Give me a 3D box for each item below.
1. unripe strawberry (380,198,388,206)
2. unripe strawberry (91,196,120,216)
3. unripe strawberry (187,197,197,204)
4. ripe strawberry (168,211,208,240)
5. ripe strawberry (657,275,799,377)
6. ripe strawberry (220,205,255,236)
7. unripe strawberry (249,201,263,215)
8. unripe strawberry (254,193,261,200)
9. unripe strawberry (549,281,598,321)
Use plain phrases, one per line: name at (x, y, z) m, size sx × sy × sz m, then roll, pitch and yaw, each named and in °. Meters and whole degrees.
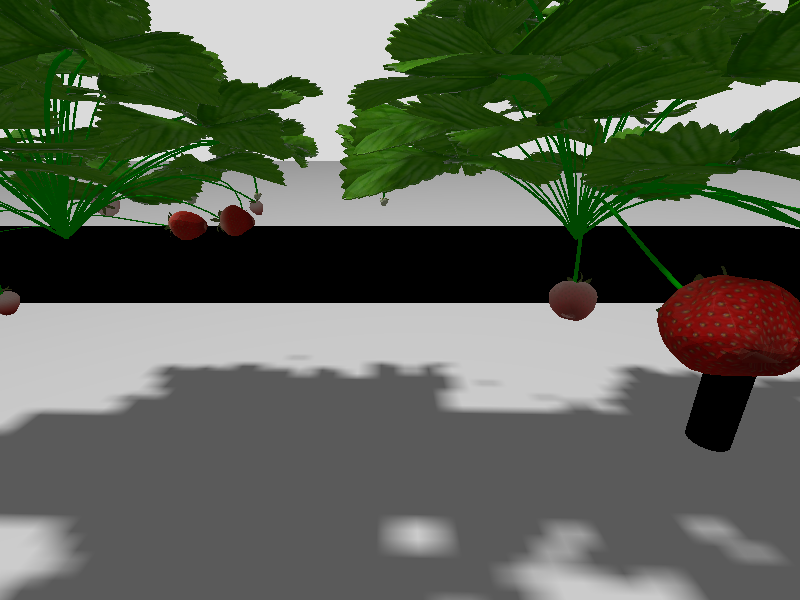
unripe strawberry at (-0.019, -0.117, 0.477) m, size 0.010 × 0.010 × 0.009 m, roll 16°, pitch 26°, yaw 35°
unripe strawberry at (-0.348, -0.115, 0.476) m, size 0.027 × 0.029 × 0.030 m, roll -8°, pitch 22°, yaw -20°
unripe strawberry at (-0.284, -0.138, 0.546) m, size 0.014 × 0.013 × 0.013 m, roll 1°, pitch 21°, yaw 3°
ripe strawberry at (-0.180, -0.063, 0.341) m, size 0.028 × 0.024 × 0.028 m, roll 2°, pitch 21°, yaw 4°
ripe strawberry at (0.109, 0.011, 0.131) m, size 0.039 × 0.035 × 0.036 m, roll 4°, pitch 22°, yaw 11°
ripe strawberry at (-0.148, -0.072, 0.365) m, size 0.029 × 0.028 × 0.026 m, roll -1°, pitch 21°, yaw -7°
unripe strawberry at (-0.172, -0.110, 0.482) m, size 0.017 × 0.017 × 0.015 m, roll 17°, pitch 48°, yaw 38°
unripe strawberry at (-0.197, -0.143, 0.553) m, size 0.009 × 0.010 × 0.010 m, roll 9°, pitch 23°, yaw 23°
unripe strawberry at (0.078, 0.001, 0.182) m, size 0.020 × 0.018 × 0.018 m, roll 9°, pitch 48°, yaw 22°
